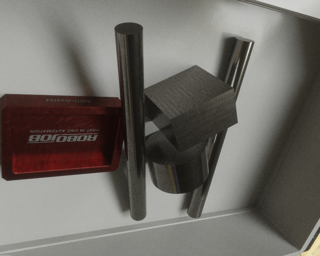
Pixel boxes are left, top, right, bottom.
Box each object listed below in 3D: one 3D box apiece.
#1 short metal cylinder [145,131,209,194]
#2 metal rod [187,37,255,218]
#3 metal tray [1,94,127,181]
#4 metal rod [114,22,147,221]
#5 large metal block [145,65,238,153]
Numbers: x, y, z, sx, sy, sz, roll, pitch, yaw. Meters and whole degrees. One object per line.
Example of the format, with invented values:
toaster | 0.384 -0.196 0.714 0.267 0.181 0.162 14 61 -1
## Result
short metal cylinder | 0.023 0.041 0.412 0.081 0.080 0.050 -22 127 -16
metal rod | 0.084 0.016 0.466 0.025 0.025 0.298 -4 120 -27
metal tray | -0.108 0.010 0.353 0.131 0.030 0.089 -1 119 -28
metal rod | -0.030 0.022 0.373 0.025 0.025 0.298 -17 136 -19
large metal block | 0.035 -0.027 0.378 0.080 0.080 0.050 -27 128 -12
